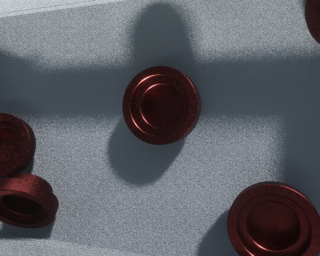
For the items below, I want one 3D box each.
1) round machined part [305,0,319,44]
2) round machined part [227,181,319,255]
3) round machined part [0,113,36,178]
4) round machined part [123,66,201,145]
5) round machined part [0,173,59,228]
[{"bbox_3d":[0.204,-0.128,0.320,0.098,0.042,0.097,4,99,27],"label":"round machined part"},{"bbox_3d":[0.130,0.109,0.356,0.098,0.042,0.097,0,90,20],"label":"round machined part"},{"bbox_3d":[-0.238,0.029,0.475,0.099,0.042,0.098,-1,79,3],"label":"round machined part"},{"bbox_3d":[0.005,-0.028,0.400,0.098,0.042,0.097,0,90,20],"label":"round machined part"},{"bbox_3d":[-0.198,0.103,0.453,0.099,0.042,0.097,1,132,2],"label":"round machined part"}]
